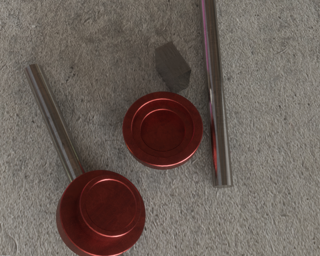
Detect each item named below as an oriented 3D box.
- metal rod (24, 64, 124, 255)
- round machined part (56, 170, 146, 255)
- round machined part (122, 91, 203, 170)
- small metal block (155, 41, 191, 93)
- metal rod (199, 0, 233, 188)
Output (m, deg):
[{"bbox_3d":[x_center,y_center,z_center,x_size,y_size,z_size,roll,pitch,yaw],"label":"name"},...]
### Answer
[{"bbox_3d":[-0.111,0.043,0.391,0.025,0.025,0.299,-25,72,-9],"label":"metal rod"},{"bbox_3d":[-0.060,0.091,0.343,0.099,0.042,0.098,16,52,-22],"label":"round machined part"},{"bbox_3d":[0.003,0.006,0.397,0.099,0.042,0.098,0,70,0],"label":"round machined part"},{"bbox_3d":[0.017,-0.081,0.425,0.025,0.050,0.050,-29,73,-10],"label":"small metal block"},{"bbox_3d":[0.076,-0.068,0.433,0.025,0.025,0.299,-1,70,0],"label":"metal rod"}]
